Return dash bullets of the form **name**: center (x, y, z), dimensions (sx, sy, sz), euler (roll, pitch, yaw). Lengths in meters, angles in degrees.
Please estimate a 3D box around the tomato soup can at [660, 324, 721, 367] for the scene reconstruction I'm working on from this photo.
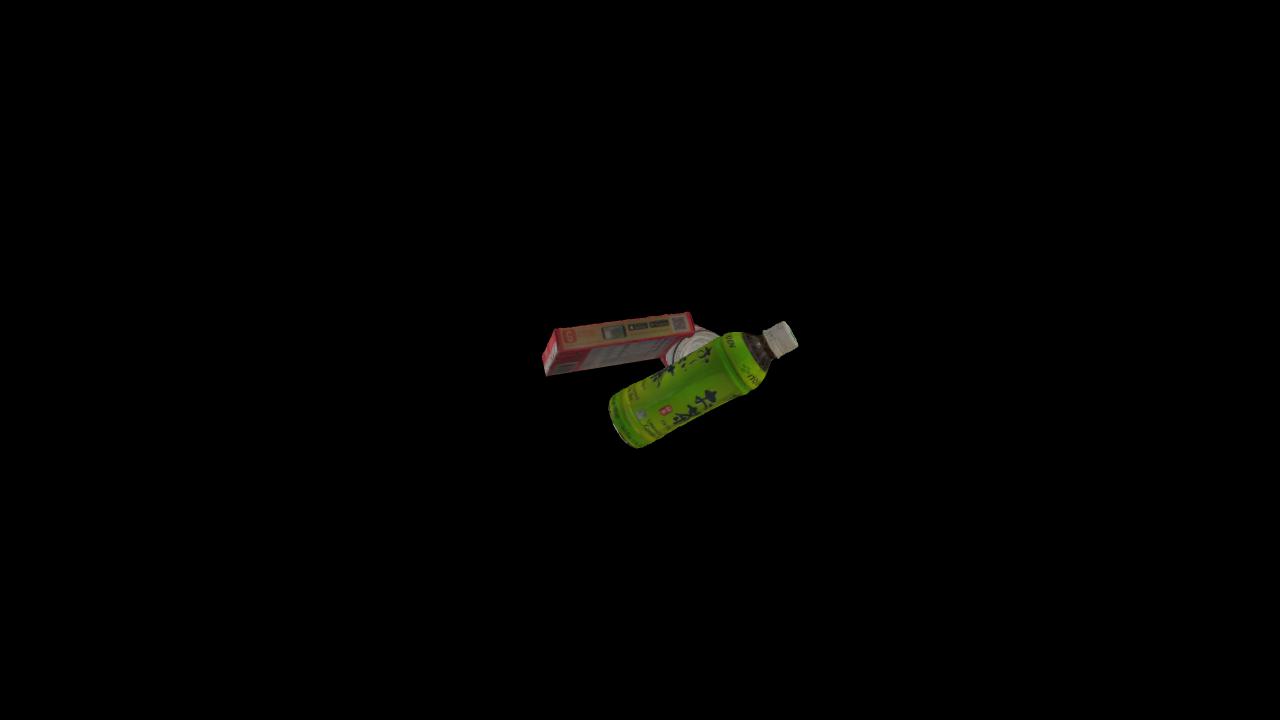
- **tomato soup can**: center (0.062, -0.006, 0.721), dimensions (0.068, 0.068, 0.101), euler (0, 9, -7)

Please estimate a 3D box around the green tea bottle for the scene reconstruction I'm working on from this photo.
- **green tea bottle**: center (0.068, 0.022, 0.662), dimensions (0.212, 0.073, 0.073), euler (-31, -10, 18)

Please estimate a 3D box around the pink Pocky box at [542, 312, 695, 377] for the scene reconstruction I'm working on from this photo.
- **pink Pocky box**: center (-0.025, -0.017, 0.672), dimensions (0.155, 0.029, 0.084), euler (-9, -15, -20)
